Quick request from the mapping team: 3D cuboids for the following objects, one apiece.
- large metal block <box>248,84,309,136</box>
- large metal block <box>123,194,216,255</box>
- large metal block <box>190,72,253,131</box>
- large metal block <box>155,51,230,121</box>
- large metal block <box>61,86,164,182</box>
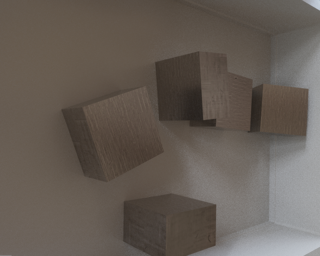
[{"bbox_3d":[0.204,-0.029,0.537,0.081,0.050,0.080,5,86,-7],"label":"large metal block"},{"bbox_3d":[0.011,0.117,0.380,0.081,0.080,0.050,1,90,-40],"label":"large metal block"},{"bbox_3d":[0.093,-0.038,0.468,0.081,0.050,0.080,6,86,-40],"label":"large metal block"},{"bbox_3d":[0.041,-0.051,0.405,0.050,0.080,0.079,-7,95,-40],"label":"large metal block"},{"bbox_3d":[-0.051,0.004,0.348,0.081,0.050,0.080,-25,106,-37],"label":"large metal block"}]
